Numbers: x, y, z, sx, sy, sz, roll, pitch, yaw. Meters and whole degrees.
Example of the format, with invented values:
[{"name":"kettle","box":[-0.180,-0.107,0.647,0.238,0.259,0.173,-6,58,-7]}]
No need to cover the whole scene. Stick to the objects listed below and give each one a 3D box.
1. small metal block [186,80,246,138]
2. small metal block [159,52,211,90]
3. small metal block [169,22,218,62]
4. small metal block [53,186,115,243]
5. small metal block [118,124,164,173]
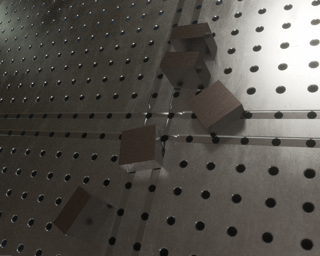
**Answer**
[{"name":"small metal block","box":[0.069,-0.024,0.386,0.050,0.025,0.050,-36,51,4]},{"name":"small metal block","box":[0.035,-0.077,0.420,0.050,0.050,0.025,8,66,31]},{"name":"small metal block","box":[0.048,-0.119,0.439,0.050,0.050,0.025,2,63,29]},{"name":"small metal block","box":[-0.090,0.105,0.373,0.025,0.050,0.050,24,75,36]},{"name":"small metal block","box":[-0.024,0.027,0.403,0.050,0.025,0.050,-11,57,21]}]
